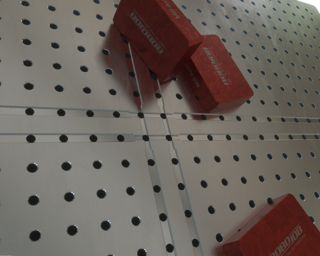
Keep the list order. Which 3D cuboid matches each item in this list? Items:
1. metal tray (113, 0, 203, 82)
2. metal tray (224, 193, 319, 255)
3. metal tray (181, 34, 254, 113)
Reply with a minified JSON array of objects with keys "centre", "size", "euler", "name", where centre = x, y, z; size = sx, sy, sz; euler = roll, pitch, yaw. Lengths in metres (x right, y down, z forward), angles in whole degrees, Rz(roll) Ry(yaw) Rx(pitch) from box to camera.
[{"centre":[-0.008,-0.144,0.451],"size":[0.030,0.090,0.130],"euler":[-31,79,-38],"name":"metal tray"},{"centre":[0.153,0.153,0.396],"size":[0.131,0.030,0.090],"euler":[-24,75,-37],"name":"metal tray"},{"centre":[0.086,-0.093,0.510],"size":[0.091,0.030,0.130],"euler":[-15,70,-34],"name":"metal tray"}]
